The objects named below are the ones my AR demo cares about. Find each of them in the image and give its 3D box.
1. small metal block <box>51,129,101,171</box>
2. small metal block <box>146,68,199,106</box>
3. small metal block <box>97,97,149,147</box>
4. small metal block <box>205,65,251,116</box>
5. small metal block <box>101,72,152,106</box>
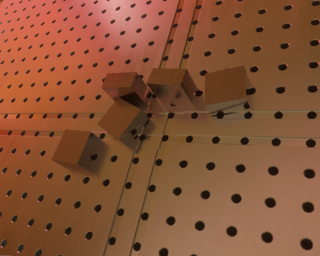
[{"bbox_3d":[-0.122,0.031,0.451,0.050,0.025,0.050,4,64,29],"label":"small metal block"},{"bbox_3d":[0.018,-0.054,0.415,0.050,0.050,0.025,7,66,31],"label":"small metal block"},{"bbox_3d":[-0.053,-0.009,0.440,0.050,0.025,0.050,30,78,37],"label":"small metal block"},{"bbox_3d":[0.085,-0.047,0.392,0.050,0.025,0.050,-9,58,23],"label":"small metal block"},{"bbox_3d":[-0.047,-0.055,0.449,0.050,0.050,0.025,2,63,29],"label":"small metal block"}]
